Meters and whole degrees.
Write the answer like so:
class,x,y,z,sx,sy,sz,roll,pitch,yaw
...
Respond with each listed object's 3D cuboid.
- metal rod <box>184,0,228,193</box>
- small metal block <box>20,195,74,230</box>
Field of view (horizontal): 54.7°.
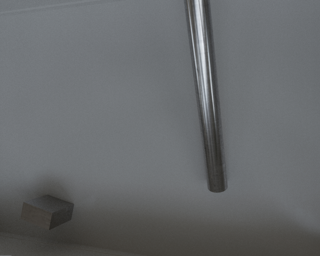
class,x,y,z,sx,sy,sz,roll,pitch,yaw
metal rod,0.047,-0.061,0.327,0.025,0.025,0.298,-2,115,20
small metal block,-0.164,0.122,0.453,0.050,0.050,0.025,14,95,19
